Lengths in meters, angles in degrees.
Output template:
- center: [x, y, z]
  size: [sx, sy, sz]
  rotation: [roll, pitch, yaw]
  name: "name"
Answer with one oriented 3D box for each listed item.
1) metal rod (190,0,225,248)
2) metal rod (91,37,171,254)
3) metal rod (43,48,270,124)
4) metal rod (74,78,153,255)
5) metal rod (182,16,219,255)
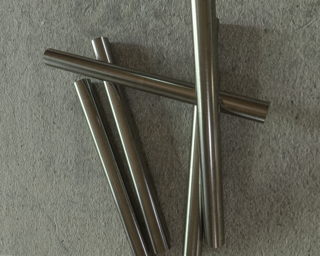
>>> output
- center: [0.054, -0.001, 0.343]
  size: [0.025, 0.025, 0.298]
  rotation: [1, 108, 20]
  name: "metal rod"
- center: [-0.041, 0.019, 0.423]
  size: [0.025, 0.025, 0.299]
  rotation: [-19, 84, 19]
  name: "metal rod"
- center: [-0.019, -0.058, 0.387]
  size: [0.301, 0.025, 0.025]
  rotation: [17, 96, 19]
  name: "metal rod"
- center: [-0.060, 0.072, 0.430]
  size: [0.025, 0.025, 0.299]
  rotation: [-23, 82, 18]
  name: "metal rod"
- center: [0.051, 0.013, 0.390]
  size: [0.025, 0.025, 0.298]
  rotation: [5, 91, 20]
  name: "metal rod"
